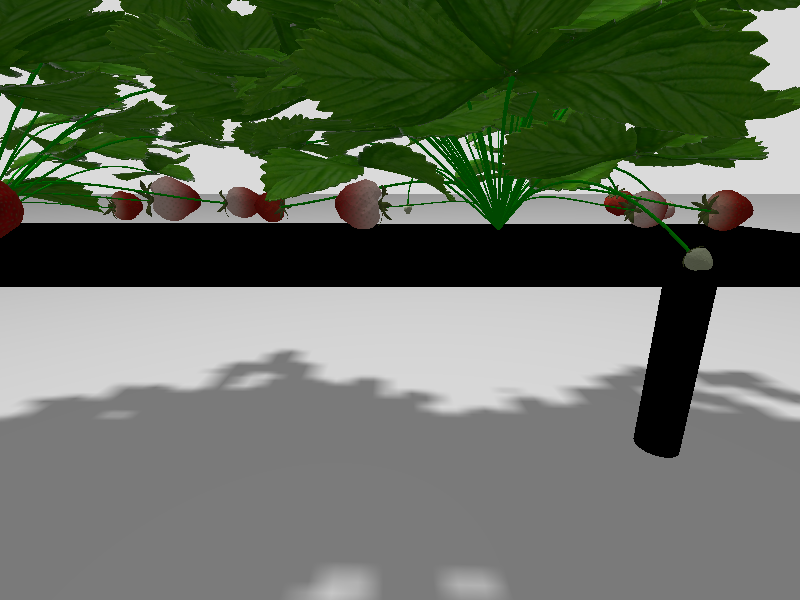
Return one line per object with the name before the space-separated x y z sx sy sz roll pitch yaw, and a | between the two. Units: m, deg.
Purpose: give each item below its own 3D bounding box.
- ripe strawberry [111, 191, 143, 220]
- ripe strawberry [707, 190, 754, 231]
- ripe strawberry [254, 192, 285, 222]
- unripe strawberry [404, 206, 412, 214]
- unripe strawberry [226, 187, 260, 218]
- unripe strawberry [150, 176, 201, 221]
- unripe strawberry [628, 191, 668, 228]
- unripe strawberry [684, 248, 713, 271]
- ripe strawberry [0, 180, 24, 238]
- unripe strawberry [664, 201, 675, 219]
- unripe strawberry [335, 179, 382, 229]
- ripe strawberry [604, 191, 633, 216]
ripe strawberry | -0.290 -0.101 0.427 0.026 0.030 0.029 13 20 38
ripe strawberry | 0.281 -0.076 0.340 0.036 0.034 0.033 1 16 0
ripe strawberry | -0.132 -0.095 0.407 0.030 0.031 0.028 4 17 17
unripe strawberry | 0.010 -0.109 0.482 0.010 0.011 0.011 -8 18 -27
unripe strawberry | -0.171 -0.108 0.442 0.039 0.034 0.039 -8 18 -27
unripe strawberry | -0.245 -0.111 0.440 0.049 0.048 0.045 -13 21 -39
unripe strawberry | 0.231 -0.084 0.372 0.034 0.034 0.032 -3 16 -11
unripe strawberry | 0.140 -0.018 0.186 0.010 0.011 0.011 -5 36 -17
ripe strawberry | -0.287 -0.063 0.272 0.050 0.050 0.047 15 22 41
unripe strawberry | 0.290 -0.098 0.438 0.022 0.019 0.022 26 2 -30
unripe strawberry | -0.035 -0.082 0.342 0.039 0.041 0.036 0 16 1
ripe strawberry | 0.273 -0.120 0.500 0.032 0.027 0.032 18 -29 47
